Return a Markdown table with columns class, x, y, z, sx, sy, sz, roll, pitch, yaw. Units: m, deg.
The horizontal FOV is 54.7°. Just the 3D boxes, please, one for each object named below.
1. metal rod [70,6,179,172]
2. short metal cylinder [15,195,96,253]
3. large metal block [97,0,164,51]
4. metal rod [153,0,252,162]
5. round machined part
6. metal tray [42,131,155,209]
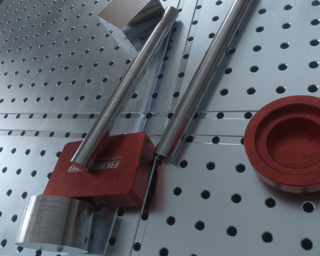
| class | x | y | z | sx | sy | sz | roll | pitch | yaw |
| --- | --- | --- | --- | --- | --- | --- | --- | --- | --- |
| metal rod | -0.039 | -0.073 | 0.446 | 0.025 | 0.025 | 0.300 | 8 | 57 | 31 |
| short metal cylinder | -0.120 | 0.115 | 0.364 | 0.080 | 0.080 | 0.050 | -9 | 59 | 23 |
| large metal block | -0.047 | -0.191 | 0.532 | 0.080 | 0.050 | 0.080 | -46 | 52 | -5 |
| metal rod | 0.070 | -0.090 | 0.425 | 0.025 | 0.025 | 0.300 | 17 | 70 | 34 |
| round machined part | 0.139 | 0.019 | 0.313 | 0.098 | 0.042 | 0.098 | -13 | 56 | 20 |
| metal tray | -0.077 | 0.055 | 0.399 | 0.130 | 0.030 | 0.090 | -8 | 46 | 23 |
